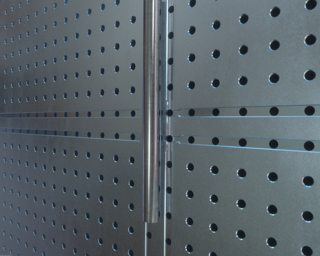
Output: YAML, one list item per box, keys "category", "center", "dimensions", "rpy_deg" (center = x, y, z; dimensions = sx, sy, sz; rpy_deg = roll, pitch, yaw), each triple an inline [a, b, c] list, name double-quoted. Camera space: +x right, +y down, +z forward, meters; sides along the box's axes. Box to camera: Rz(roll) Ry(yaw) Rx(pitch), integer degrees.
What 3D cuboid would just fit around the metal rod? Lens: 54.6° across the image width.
- category: "metal rod"
  center: [-0.011, -0.024, 0.420]
  dimensions: [0.025, 0.025, 0.298]
  rpy_deg: [1, 91, 40]
